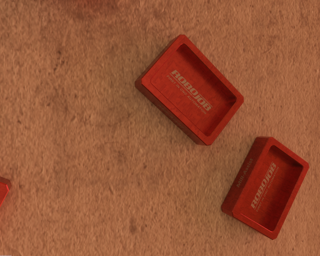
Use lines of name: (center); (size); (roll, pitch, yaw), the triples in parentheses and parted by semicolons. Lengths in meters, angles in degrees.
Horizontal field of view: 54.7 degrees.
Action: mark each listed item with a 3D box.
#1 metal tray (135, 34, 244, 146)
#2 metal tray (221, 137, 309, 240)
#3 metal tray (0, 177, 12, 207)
metal tray: (0.043, -0.049, 0.423); (0.130, 0.030, 0.090); (43, 76, -16)
metal tray: (0.160, 0.089, 0.467); (0.090, 0.030, 0.130); (33, 79, -17)
metal tray: (-0.238, 0.074, 0.318); (0.131, 0.030, 0.090); (28, 81, -18)
